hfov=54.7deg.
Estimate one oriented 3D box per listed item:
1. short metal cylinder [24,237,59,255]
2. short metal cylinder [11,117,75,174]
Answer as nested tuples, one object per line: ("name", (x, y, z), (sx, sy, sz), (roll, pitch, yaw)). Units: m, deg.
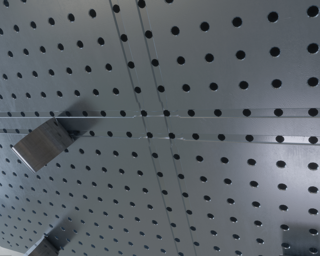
("short metal cylinder", (-0.279, 0.298, 0.707), (0.050, 0.080, 0.080), (48, 129, -6))
("short metal cylinder", (-0.182, 0.027, 0.489), (0.080, 0.080, 0.050), (-32, 101, 38))
